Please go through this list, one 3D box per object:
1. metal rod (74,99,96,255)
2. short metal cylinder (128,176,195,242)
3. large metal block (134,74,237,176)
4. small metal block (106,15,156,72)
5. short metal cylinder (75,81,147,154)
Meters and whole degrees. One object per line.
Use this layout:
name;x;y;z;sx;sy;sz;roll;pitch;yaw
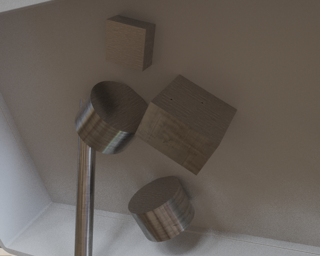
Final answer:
metal rod;-0.107;0.109;0.442;0.025;0.025;0.298;3;92;26
short metal cylinder;0.002;0.114;0.441;0.080;0.080;0.050;-17;110;34
large metal block;0.031;-0.007;0.351;0.080;0.080;0.050;33;129;6
small metal block;-0.035;-0.100;0.364;0.050;0.025;0.050;19;126;16
short metal cylinder;-0.061;-0.013;0.395;0.080;0.080;0.050;42;129;-1
